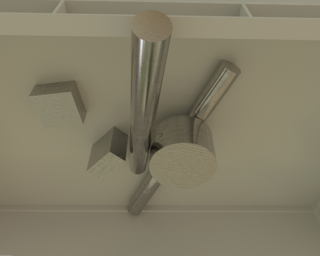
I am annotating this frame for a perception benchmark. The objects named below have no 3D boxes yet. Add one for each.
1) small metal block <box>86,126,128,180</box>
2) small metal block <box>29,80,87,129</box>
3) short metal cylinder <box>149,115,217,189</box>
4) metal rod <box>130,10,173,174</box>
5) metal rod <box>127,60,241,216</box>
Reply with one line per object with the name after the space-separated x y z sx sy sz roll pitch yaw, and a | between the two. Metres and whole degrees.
-0.071 0.034 0.420 0.025 0.050 0.050 36 121 -27 | small metal block
-0.124 -0.029 0.383 0.050 0.025 0.050 -6 130 4 | small metal block
0.028 0.031 0.386 0.081 0.050 0.079 1 130 1 | short metal cylinder
-0.019 -0.002 0.324 0.025 0.025 0.299 4 156 -4 | metal rod
0.019 0.034 0.438 0.025 0.025 0.298 19 127 -16 | metal rod
